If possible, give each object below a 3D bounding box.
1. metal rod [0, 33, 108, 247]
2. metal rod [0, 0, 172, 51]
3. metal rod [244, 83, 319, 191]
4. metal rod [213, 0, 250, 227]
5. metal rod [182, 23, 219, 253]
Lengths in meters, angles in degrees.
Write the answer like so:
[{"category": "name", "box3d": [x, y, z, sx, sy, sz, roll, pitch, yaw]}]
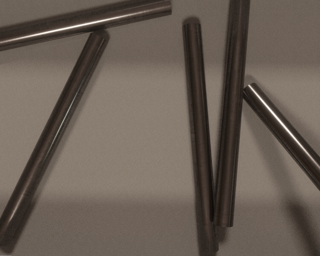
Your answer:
[{"category": "metal rod", "box3d": [-0.146, 0.015, 0.409, 0.025, 0.025, 0.299, 26, 90, -1]}, {"category": "metal rod", "box3d": [-0.135, -0.131, 0.409, 0.302, 0.025, 0.025, -12, 90, -1]}, {"category": "metal rod", "box3d": [0.193, 0.064, 0.356, 0.025, 0.025, 0.299, -33, 67, 0]}, {"category": "metal rod", "box3d": [0.094, -0.026, 0.403, 0.025, 0.025, 0.298, 5, 86, -1]}, {"category": "metal rod", "box3d": [0.054, 0.013, 0.412, 0.025, 0.025, 0.298, -5, 90, -1]}]
